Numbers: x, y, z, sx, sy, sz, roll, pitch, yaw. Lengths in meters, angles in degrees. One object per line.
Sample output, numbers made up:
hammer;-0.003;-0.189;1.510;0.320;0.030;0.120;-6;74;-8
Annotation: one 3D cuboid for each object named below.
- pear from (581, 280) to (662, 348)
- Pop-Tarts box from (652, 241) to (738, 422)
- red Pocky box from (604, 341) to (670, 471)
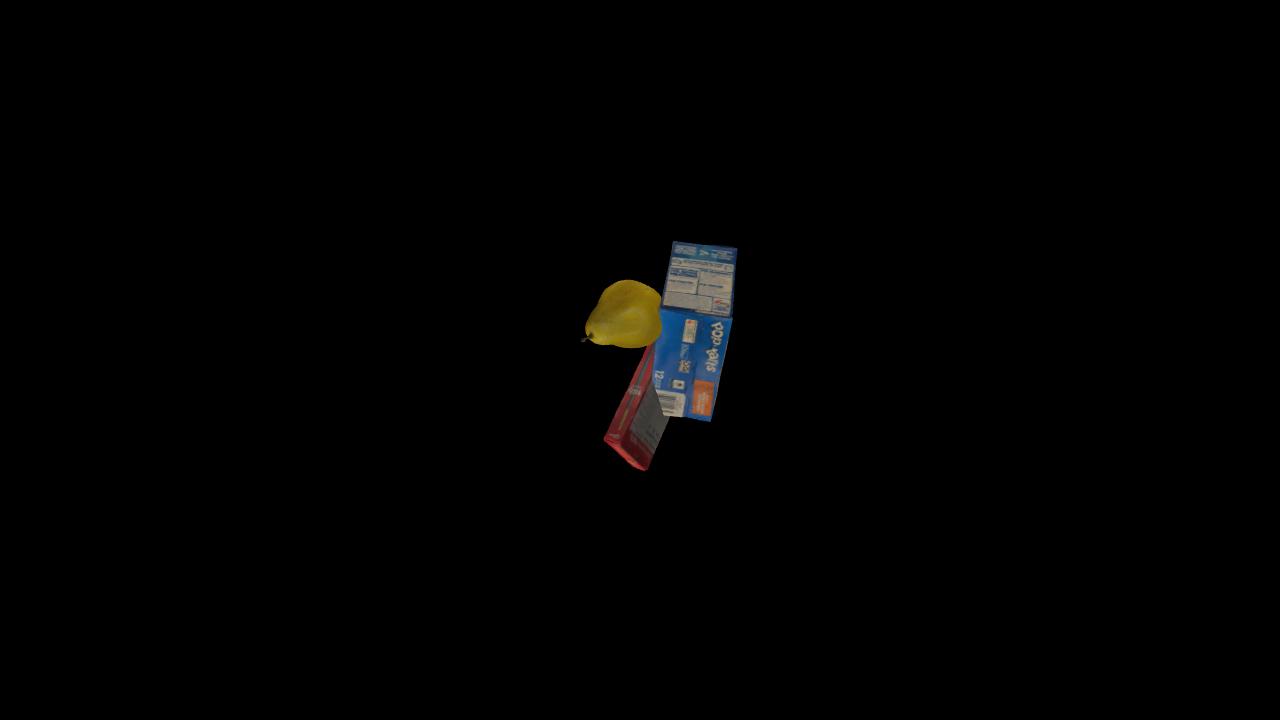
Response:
pear;-0.028;-0.040;0.665;0.111;0.080;0.080;-25;13;-32
Pop-Tarts box;0.064;-0.034;0.749;0.083;0.167;0.141;9;43;3
red Pocky box;0.013;0.048;0.748;0.028;0.155;0.083;12;-25;31
